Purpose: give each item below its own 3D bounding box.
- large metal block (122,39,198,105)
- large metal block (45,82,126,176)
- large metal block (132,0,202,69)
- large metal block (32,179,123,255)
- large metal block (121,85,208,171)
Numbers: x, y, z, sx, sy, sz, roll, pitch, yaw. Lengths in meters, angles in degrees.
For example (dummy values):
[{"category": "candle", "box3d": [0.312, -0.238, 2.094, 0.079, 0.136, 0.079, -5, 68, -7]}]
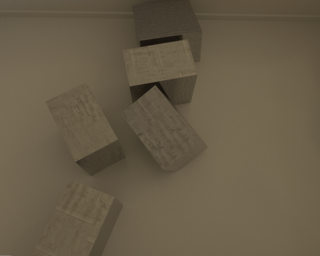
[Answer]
[{"category": "large metal block", "box3d": [-0.001, -0.065, 0.404, 0.081, 0.080, 0.050, -11, 71, -4]}, {"category": "large metal block", "box3d": [-0.087, 0.005, 0.378, 0.050, 0.080, 0.080, -29, 73, -10]}, {"category": "large metal block", "box3d": [0.009, -0.132, 0.434, 0.081, 0.050, 0.080, -9, 54, -4]}, {"category": "large metal block", "box3d": [-0.084, 0.109, 0.339, 0.050, 0.080, 0.080, 21, 71, 7]}, {"category": "large metal block", "box3d": [0.009, 0.004, 0.373, 0.050, 0.080, 0.080, -39, 74, 6]}]
